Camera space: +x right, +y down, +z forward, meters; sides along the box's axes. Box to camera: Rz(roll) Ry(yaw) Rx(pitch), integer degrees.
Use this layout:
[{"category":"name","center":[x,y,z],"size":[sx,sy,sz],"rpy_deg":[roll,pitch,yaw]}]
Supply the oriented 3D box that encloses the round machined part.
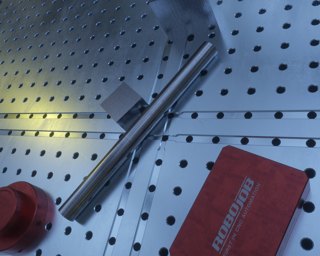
[{"category":"round machined part","center":[-0.212,0.121,0.432],"size":[0.098,0.042,0.098],"rpy_deg":[-13,56,20]}]

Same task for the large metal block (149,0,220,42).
[{"category":"large metal block","center":[0.039,-0.184,0.464],"size":[0.080,0.080,0.050],"rpy_deg":[-8,58,23]}]

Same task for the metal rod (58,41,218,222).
[{"category":"metal rod","center":[-0.025,0.000,0.420],"size":[0.025,0.025,0.300],"rpy_deg":[35,81,38]}]

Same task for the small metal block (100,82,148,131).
[{"category":"small metal block","center":[-0.052,-0.033,0.454],"size":[0.050,0.025,0.050],"rpy_deg":[-45,51,-3]}]

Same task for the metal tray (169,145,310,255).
[{"category":"metal tray","center":[0.079,0.090,0.308],"size":[0.090,0.030,0.130],"rpy_deg":[20,72,35]}]
